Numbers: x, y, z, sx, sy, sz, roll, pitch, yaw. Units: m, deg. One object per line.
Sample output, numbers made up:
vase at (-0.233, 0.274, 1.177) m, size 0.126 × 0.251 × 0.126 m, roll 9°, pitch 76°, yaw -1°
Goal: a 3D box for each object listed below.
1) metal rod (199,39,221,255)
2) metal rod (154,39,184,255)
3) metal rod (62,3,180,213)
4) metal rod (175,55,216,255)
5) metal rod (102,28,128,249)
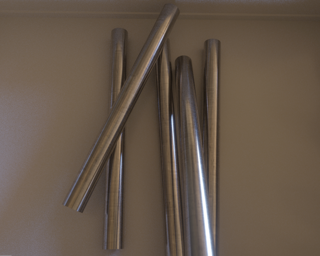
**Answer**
metal rod at (0.066, 0.016, 0.403) m, size 0.025 × 0.025 × 0.299 m, roll 4°, pitch 70°, yaw 1°
metal rod at (0.010, 0.012, 0.404) m, size 0.025 × 0.025 × 0.299 m, roll -3°, pitch 70°, yaw -1°
metal rod at (-0.041, -0.039, 0.395) m, size 0.025 × 0.025 × 0.300 m, roll 21°, pitch 71°, yaw 7°
metal rod at (0.033, 0.014, 0.342) m, size 0.025 × 0.025 × 0.300 m, roll 0°, pitch 46°, yaw 0°
metal rod at (-0.057, -0.001, 0.409) m, size 0.025 × 0.025 × 0.299 m, roll -1°, pitch 70°, yaw -1°
